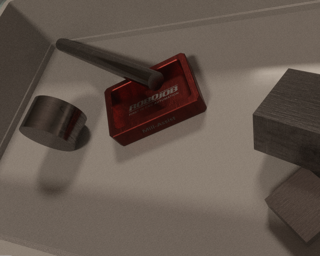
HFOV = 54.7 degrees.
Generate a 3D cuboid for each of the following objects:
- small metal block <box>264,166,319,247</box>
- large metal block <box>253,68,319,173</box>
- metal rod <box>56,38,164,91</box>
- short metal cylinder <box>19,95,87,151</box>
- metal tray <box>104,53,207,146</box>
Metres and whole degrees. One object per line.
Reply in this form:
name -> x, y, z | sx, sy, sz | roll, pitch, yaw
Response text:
small metal block -> 0.137, 0.073, 0.289 | 0.050, 0.025, 0.050 | -41, 51, 0
large metal block -> 0.148, -0.008, 0.302 | 0.080, 0.050, 0.080 | 22, 54, 35
metal rod -> -0.098, -0.111, 0.497 | 0.300, 0.025, 0.025 | 29, 78, 45
short metal cylinder -> -0.155, -0.005, 0.452 | 0.080, 0.080, 0.050 | 3, 63, 29
metal tray -> -0.011, -0.040, 0.430 | 0.130, 0.030, 0.090 | -23, 53, 13
